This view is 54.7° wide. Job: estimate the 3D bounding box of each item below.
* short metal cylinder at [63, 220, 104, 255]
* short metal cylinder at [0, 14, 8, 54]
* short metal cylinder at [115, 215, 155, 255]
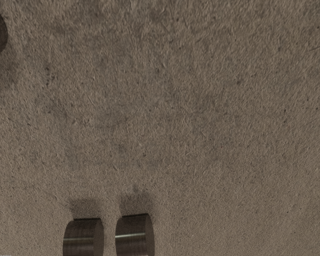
[{"bbox_3d":[-0.132,0.203,0.542,0.050,0.080,0.079,-3,130,2],"label":"short metal cylinder"},{"bbox_3d":[-0.204,-0.092,0.309,0.081,0.050,0.079,0,130,0],"label":"short metal cylinder"},{"bbox_3d":[-0.041,0.194,0.536,0.050,0.080,0.080,-8,130,6],"label":"short metal cylinder"}]
